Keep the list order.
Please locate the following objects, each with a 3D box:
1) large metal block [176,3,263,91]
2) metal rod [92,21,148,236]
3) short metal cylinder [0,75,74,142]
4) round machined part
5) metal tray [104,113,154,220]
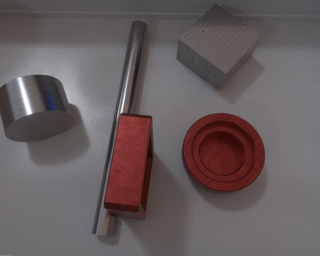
[{"bbox_3d":[0.081,-0.114,0.439,0.080,0.050,0.080,40,75,13],"label":"large metal block"},{"bbox_3d":[-0.049,-0.014,0.414,0.025,0.025,0.299,7,70,2],"label":"metal rod"},{"bbox_3d":[-0.155,-0.023,0.387,0.080,0.080,0.050,-20,72,-8],"label":"short metal cylinder"},{"bbox_3d":[0.076,0.034,0.389,0.099,0.042,0.098,0,70,-1],"label":"round machined part"},{"bbox_3d":[-0.028,0.049,0.336,0.030,0.130,0.090,7,70,2],"label":"metal tray"}]
